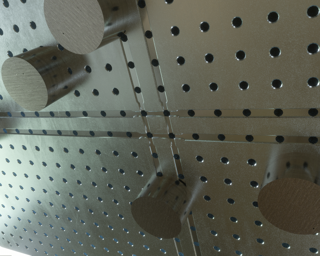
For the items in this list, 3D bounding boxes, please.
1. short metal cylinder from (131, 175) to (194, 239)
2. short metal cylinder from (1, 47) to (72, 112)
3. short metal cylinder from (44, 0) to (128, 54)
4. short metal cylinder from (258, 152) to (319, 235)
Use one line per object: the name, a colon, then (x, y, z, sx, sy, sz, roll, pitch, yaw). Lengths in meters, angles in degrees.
short metal cylinder: (0.004, 0.118, 0.466, 0.080, 0.050, 0.079, 13, 124, 21)
short metal cylinder: (-0.176, -0.070, 0.444, 0.080, 0.050, 0.079, 13, 124, 21)
short metal cylinder: (-0.085, -0.132, 0.358, 0.080, 0.050, 0.079, 13, 124, 21)
short metal cylinder: (0.159, 0.075, 0.358, 0.080, 0.050, 0.079, 13, 124, 21)
